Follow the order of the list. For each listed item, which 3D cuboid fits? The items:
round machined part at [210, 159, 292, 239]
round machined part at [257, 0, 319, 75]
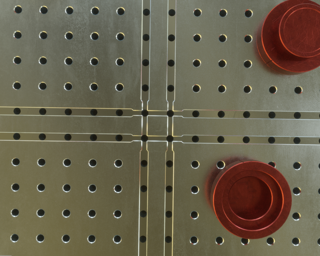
[{"bbox_3d":[0.115,0.089,0.406,0.099,0.042,0.097,0,90,0],"label":"round machined part"},{"bbox_3d":[0.182,-0.122,0.406,0.099,0.042,0.097,0,90,0],"label":"round machined part"}]
